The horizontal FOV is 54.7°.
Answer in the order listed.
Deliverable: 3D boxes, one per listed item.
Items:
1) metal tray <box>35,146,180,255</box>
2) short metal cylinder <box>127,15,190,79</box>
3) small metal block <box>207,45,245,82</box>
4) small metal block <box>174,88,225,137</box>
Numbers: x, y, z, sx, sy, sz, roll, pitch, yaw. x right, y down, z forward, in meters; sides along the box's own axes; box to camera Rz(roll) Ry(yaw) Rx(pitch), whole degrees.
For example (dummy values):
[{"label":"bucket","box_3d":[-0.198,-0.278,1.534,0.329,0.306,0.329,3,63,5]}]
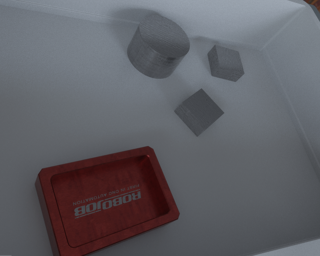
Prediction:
[{"label":"metal tray","box_3d":[-0.053,0.076,0.328,0.131,0.030,0.090,-10,67,-33]},{"label":"short metal cylinder","box_3d":[-0.003,-0.121,0.464,0.081,0.050,0.080,14,56,-21]},{"label":"small metal block","box_3d":[0.114,-0.112,0.538,0.050,0.025,0.050,9,58,-24]},{"label":"small metal block","box_3d":[0.058,-0.023,0.453,0.050,0.025,0.050,48,51,5]}]
